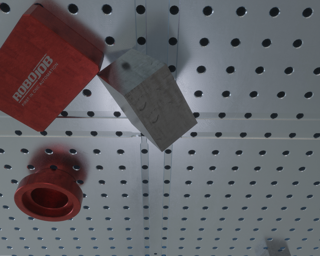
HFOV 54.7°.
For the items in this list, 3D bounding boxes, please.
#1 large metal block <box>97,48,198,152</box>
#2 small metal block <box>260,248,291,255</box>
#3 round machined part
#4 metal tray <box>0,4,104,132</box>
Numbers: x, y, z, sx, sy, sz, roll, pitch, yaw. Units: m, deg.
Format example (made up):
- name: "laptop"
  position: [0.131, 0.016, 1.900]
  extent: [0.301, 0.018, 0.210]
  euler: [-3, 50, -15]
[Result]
- name: "large metal block"
  position: [-0.015, -0.032, 0.338]
  extent: [0.050, 0.080, 0.080]
  euler: [-39, 127, -9]
- name: "small metal block"
  position: [0.241, 0.279, 0.651]
  extent: [0.050, 0.025, 0.050]
  euler: [11, 129, -9]
- name: "round machined part"
  position: [-0.170, 0.101, 0.485]
  extent: [0.099, 0.042, 0.097]
  euler: [0, 130, 0]
- name: "metal tray"
  position: [-0.139, -0.061, 0.355]
  extent: [0.090, 0.030, 0.130]
  euler: [36, 121, -26]
